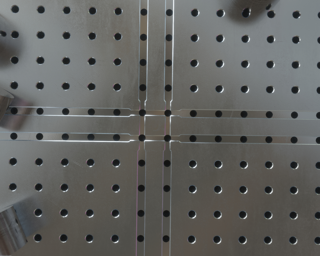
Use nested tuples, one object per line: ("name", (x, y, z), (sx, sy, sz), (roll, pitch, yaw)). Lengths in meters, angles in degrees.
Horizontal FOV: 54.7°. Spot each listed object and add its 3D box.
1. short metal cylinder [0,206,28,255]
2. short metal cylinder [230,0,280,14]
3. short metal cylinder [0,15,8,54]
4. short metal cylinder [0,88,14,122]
("short metal cylinder", (-0.214, 0.137, 0.383), (0.080, 0.080, 0.050), (-22, 90, 0))
("short metal cylinder", (0.131, -0.198, 0.403), (0.081, 0.050, 0.079), (0, 90, -1))
("short metal cylinder", (-0.247, -0.128, 0.398), (0.081, 0.050, 0.079), (0, 90, -1))
("short metal cylinder", (-0.233, -0.035, 0.383), (0.080, 0.080, 0.050), (29, 90, -1))
